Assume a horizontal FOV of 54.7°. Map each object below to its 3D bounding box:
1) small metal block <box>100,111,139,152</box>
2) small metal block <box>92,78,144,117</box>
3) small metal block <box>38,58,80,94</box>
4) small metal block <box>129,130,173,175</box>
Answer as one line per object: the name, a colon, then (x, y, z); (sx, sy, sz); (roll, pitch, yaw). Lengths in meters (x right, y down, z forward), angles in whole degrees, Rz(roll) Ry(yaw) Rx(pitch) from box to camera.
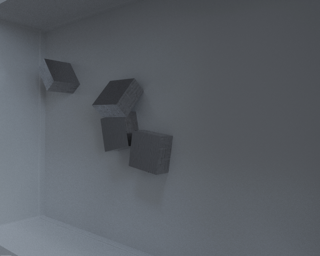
small metal block: (-0.058, 0.006, 0.452); (0.050, 0.025, 0.050); (-15, 81, 38)
small metal block: (-0.059, -0.042, 0.436); (0.050, 0.025, 0.050); (2, 50, 39)
small metal block: (-0.173, -0.088, 0.530); (0.025, 0.050, 0.050); (-43, 64, 31)
small metal block: (-0.013, 0.031, 0.415); (0.050, 0.025, 0.050); (11, 97, 39)
